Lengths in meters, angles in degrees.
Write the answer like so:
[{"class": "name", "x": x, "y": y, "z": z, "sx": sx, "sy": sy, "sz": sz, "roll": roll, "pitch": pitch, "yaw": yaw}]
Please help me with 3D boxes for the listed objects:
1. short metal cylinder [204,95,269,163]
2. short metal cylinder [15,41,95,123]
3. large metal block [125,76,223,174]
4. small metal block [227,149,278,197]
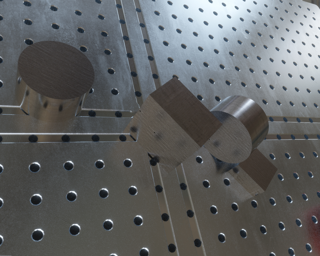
[{"class": "short metal cylinder", "x": 0.100, "y": 0.002, "z": 0.426, "sx": 0.080, "sy": 0.080, "sz": 0.050, "roll": 49, "pitch": 51, "yaw": 6}, {"class": "short metal cylinder", "x": -0.122, "y": -0.053, "z": 0.359, "sx": 0.081, "sy": 0.050, "sz": 0.080, "roll": 14, "pitch": 56, "yaw": -21}, {"class": "large metal block", "x": 0.014, "y": -0.002, "z": 0.382, "sx": 0.080, "sy": 0.080, "sz": 0.050, "roll": 46, "pitch": 51, "yaw": 4}, {"class": "small metal block", "x": 0.133, "y": 0.060, "z": 0.443, "sx": 0.050, "sy": 0.025, "sz": 0.050, "roll": 45, "pitch": 51, "yaw": 3}]
